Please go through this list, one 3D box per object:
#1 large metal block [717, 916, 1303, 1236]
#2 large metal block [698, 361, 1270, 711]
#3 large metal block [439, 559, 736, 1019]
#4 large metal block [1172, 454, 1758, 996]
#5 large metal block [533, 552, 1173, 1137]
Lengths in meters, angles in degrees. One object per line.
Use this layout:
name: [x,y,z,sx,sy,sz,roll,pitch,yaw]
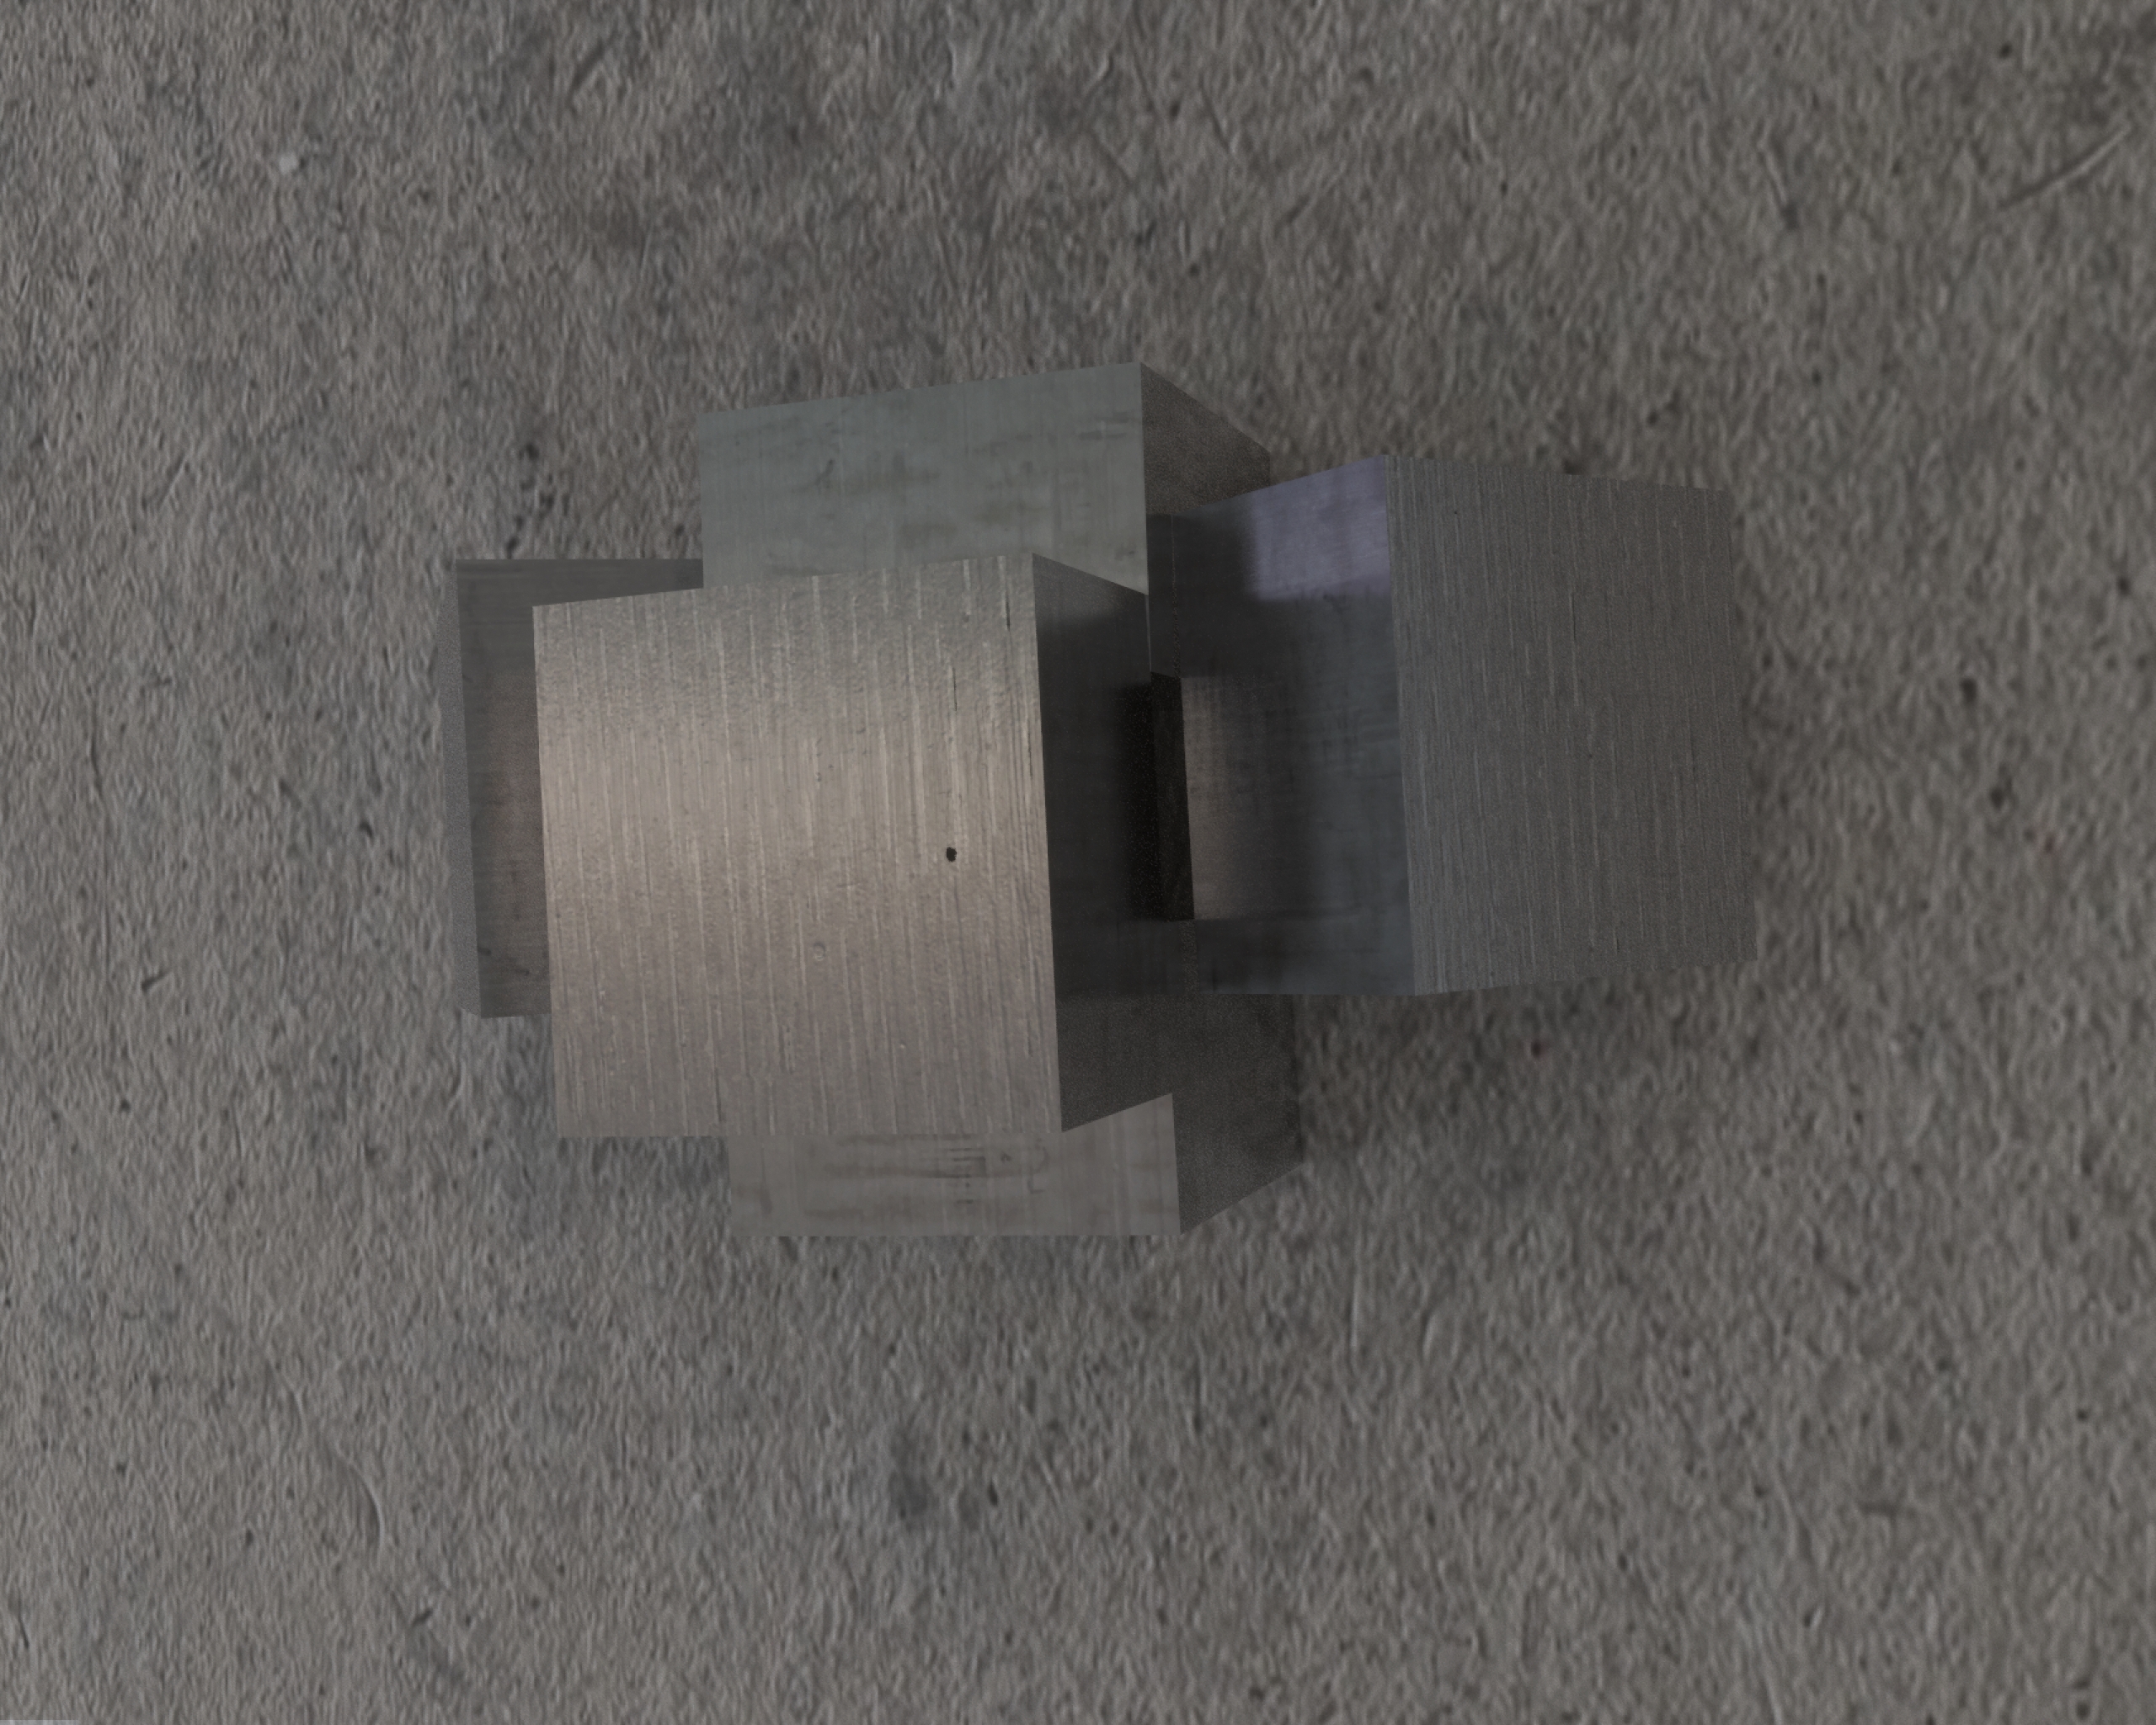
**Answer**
large metal block: [-0.009,0.037,0.383,0.080,0.080,0.050,-4,89,20]
large metal block: [-0.013,-0.054,0.384,0.080,0.080,0.050,-2,90,20]
large metal block: [-0.095,-0.013,0.406,0.050,0.080,0.080,-3,89,-20]
large metal block: [0.065,-0.021,0.349,0.050,0.081,0.080,-5,88,54]
large metal block: [-0.033,-0.001,0.322,0.080,0.050,0.080,-3,89,20]
